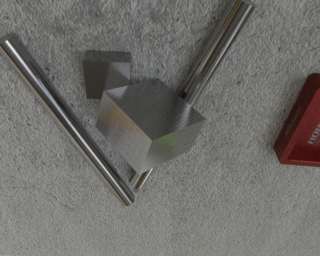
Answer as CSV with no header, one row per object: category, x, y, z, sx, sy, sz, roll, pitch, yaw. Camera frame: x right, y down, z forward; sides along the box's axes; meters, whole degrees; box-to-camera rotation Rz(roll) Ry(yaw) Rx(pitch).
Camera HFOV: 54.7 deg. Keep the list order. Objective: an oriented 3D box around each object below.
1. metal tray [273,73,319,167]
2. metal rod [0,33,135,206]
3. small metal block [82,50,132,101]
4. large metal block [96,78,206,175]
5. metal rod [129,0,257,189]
metal tray,0.216,-0.004,0.403,0.091,0.030,0.129,5,130,-5
metal rod,-0.108,0.012,0.415,0.025,0.025,0.299,-17,129,14
small metal block,-0.059,-0.060,0.355,0.050,0.025,0.050,2,130,-3
large metal block,-0.011,-0.006,0.344,0.081,0.080,0.050,-21,144,-41
metal rod,0.024,-0.020,0.390,0.025,0.025,0.298,18,128,-15
